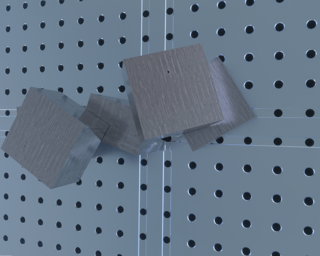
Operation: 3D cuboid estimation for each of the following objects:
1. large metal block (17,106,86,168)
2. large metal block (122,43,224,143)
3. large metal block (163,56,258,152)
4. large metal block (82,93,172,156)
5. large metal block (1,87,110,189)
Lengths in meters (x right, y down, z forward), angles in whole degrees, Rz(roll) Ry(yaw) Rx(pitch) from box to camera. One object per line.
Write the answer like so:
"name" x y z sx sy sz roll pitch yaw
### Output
"large metal block" -0.146 0.009 0.433 0.050 0.080 0.080 -7 88 19
"large metal block" 0.010 -0.034 0.322 0.081 0.050 0.080 -14 85 -10
"large metal block" 0.060 -0.027 0.377 0.080 0.050 0.080 -32 80 17
"large metal block" -0.040 -0.005 0.396 0.080 0.080 0.050 20 97 18
"large metal block" -0.119 0.010 0.354 0.080 0.050 0.080 33 100 17
